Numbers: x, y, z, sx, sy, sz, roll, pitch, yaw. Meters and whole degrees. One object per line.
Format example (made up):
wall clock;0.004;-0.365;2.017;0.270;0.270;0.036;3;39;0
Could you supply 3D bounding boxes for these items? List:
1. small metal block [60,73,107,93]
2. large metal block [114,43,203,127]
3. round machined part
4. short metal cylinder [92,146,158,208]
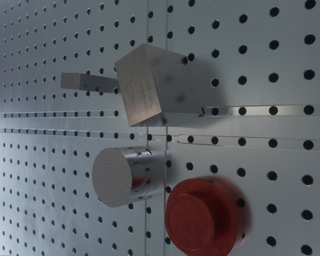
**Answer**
small metal block;-0.122;-0.072;0.494;0.050;0.050;0.025;10;97;39
large metal block;0.000;-0.047;0.374;0.050;0.081;0.080;-23;76;38
round machined part;0.044;0.108;0.362;0.098;0.042;0.097;0;90;40
short metal cylinder;-0.050;0.066;0.434;0.080;0.050;0.079;0;90;40
